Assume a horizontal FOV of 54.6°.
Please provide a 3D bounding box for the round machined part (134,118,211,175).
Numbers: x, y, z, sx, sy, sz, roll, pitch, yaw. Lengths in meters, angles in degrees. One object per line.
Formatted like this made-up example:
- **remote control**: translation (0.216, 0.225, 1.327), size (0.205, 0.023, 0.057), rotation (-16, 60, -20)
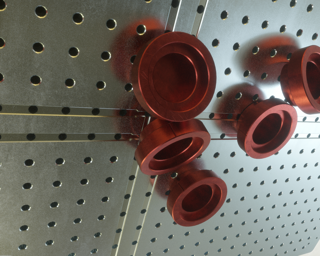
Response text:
- **round machined part**: translation (0.012, 0.018, 0.402), size (0.099, 0.042, 0.098), rotation (-21, 151, -12)

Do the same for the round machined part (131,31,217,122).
- **round machined part**: translation (0.013, -0.057, 0.356), size (0.099, 0.042, 0.097), rotation (-3, 96, -26)

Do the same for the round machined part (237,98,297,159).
- **round machined part**: translation (0.161, -0.003, 0.484), size (0.099, 0.042, 0.097), rotation (-14, 125, -20)

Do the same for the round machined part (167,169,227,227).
- **round machined part**: translation (0.054, 0.106, 0.494), size (0.099, 0.042, 0.097), rotation (-14, 124, -21)

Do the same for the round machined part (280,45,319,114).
- **round machined part**: translation (0.214, -0.068, 0.455), size (0.099, 0.042, 0.098), rotation (5, 82, -36)
